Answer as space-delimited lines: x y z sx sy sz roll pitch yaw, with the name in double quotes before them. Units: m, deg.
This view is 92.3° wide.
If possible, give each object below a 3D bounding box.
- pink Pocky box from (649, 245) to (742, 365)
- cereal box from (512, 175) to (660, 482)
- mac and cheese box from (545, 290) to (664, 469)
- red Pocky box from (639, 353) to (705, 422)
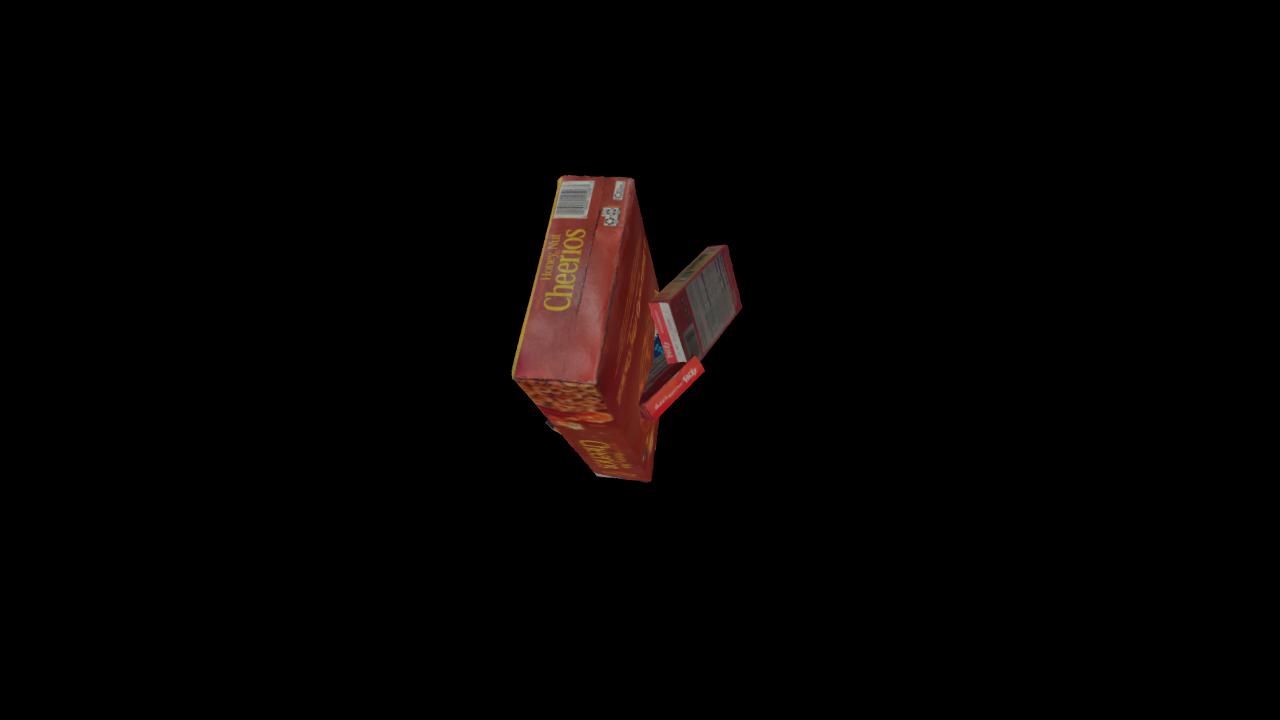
"pink Pocky box" 0.066 -0.059 0.673 0.029 0.084 0.155 -1 30 33
"cereal box" -0.030 -0.010 0.636 0.081 0.203 0.306 4 -24 11
"mac and cheese box" -0.012 0.017 0.675 0.093 0.184 0.041 35 -4 -26
"red Pocky box" -0.007 0.021 0.679 0.083 0.028 0.155 -41 26 -23
